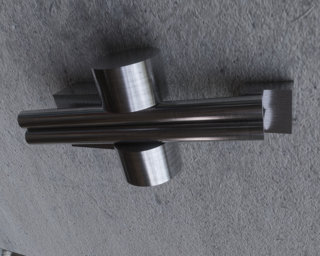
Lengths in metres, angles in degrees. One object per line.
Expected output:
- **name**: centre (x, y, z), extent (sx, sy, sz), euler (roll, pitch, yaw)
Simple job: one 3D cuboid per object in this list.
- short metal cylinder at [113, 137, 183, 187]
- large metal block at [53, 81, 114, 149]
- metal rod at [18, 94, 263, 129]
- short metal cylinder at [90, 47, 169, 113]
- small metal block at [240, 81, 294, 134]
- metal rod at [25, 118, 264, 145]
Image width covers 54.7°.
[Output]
- **short metal cylinder**: centre (-0.014, 0.031, 0.399), extent (0.080, 0.080, 0.050), euler (2, 119, 27)
- **large metal block**: centre (-0.087, -0.019, 0.427), extent (0.080, 0.050, 0.080), euler (2, 119, 27)
- **metal rod**: centre (-0.039, -0.016, 0.361), extent (0.301, 0.025, 0.025), euler (-2, 118, 20)
- **short metal cylinder**: centre (-0.034, -0.057, 0.355), extent (0.080, 0.080, 0.050), euler (2, 119, 27)
- **small metal block**: centre (0.116, -0.023, 0.333), extent (0.050, 0.025, 0.050), euler (3, 120, 27)
- **metal rod**: centre (-0.034, 0.006, 0.372), extent (0.301, 0.025, 0.025), euler (-2, 118, 20)
